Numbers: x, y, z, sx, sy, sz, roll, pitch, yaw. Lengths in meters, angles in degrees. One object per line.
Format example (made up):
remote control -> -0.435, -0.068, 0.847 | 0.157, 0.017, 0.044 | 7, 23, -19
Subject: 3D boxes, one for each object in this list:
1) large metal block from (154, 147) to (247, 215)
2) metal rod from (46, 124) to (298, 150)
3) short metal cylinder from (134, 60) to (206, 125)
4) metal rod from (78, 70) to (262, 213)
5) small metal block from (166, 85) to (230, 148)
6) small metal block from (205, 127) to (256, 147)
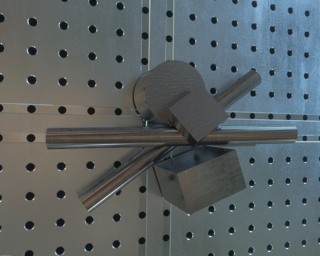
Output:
large metal block -> 0.048, 0.061, 0.397 | 0.081, 0.080, 0.050 | -19, 97, -19
metal rod -> 0.020, 0.010, 0.379 | 0.302, 0.025, 0.025 | -1, 91, -7
short metal cylinder -> 0.012, -0.043, 0.400 | 0.081, 0.050, 0.079 | 0, 89, -20
metal rod -> 0.025, 0.009, 0.419 | 0.301, 0.025, 0.025 | -36, 102, -17
small metal block -> 0.043, -0.014, 0.363 | 0.050, 0.025, 0.050 | -37, 79, -16
small metal block -> 0.097, 0.012, 0.432 | 0.050, 0.050, 0.025 | 0, 90, -19
